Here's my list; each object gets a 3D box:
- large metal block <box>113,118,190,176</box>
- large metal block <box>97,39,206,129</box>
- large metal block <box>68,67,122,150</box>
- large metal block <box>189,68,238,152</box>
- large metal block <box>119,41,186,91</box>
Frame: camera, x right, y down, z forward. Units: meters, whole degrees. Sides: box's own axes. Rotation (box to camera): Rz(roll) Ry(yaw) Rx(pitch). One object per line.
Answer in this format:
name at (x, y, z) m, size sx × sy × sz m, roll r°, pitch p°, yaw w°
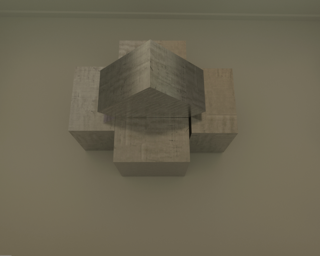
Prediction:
large metal block at (-0.009, 0.025, 0.370) m, size 0.081 × 0.080 × 0.050 m, roll 0°, pitch 70°, yaw 0°
large metal block at (-0.009, -0.040, 0.334) m, size 0.080 × 0.080 × 0.050 m, roll 19°, pitch 63°, yaw -42°
large metal block at (-0.074, -0.021, 0.387) m, size 0.050 × 0.080 × 0.080 m, roll 0°, pitch 70°, yaw 0°
large metal block at (0.059, -0.019, 0.384) m, size 0.050 × 0.080 × 0.080 m, roll 0°, pitch 70°, yaw 0°
large metal block at (-0.009, -0.069, 0.404) m, size 0.081 × 0.080 × 0.050 m, roll 0°, pitch 70°, yaw 0°
